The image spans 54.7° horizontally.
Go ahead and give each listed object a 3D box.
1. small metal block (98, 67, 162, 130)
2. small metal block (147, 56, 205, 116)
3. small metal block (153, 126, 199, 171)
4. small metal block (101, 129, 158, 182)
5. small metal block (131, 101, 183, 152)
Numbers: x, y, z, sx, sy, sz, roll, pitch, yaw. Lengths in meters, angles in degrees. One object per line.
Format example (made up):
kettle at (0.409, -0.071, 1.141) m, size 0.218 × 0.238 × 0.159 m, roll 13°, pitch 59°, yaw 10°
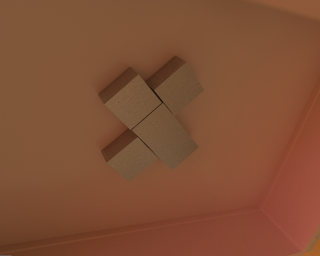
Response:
small metal block at (-0.035, -0.034, 0.366) m, size 0.050 × 0.025 × 0.050 m, roll -41°, pitch 130°, yaw 0°
small metal block at (0.019, -0.052, 0.384) m, size 0.050 × 0.025 × 0.050 m, roll -42°, pitch 130°, yaw -1°
small metal block at (0.018, 0.023, 0.430) m, size 0.050 × 0.025 × 0.050 m, roll -41°, pitch 130°, yaw 0°
small metal block at (-0.039, 0.036, 0.407) m, size 0.050 × 0.025 × 0.050 m, roll -40°, pitch 130°, yaw 0°
small metal block at (-0.007, -0.006, 0.397) m, size 0.050 × 0.025 × 0.050 m, roll -41°, pitch 130°, yaw 0°
